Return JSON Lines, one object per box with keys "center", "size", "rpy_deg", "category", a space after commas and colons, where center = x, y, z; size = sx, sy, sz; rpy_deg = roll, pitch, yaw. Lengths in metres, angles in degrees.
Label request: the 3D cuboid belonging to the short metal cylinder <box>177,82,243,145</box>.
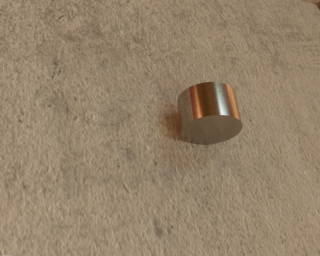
{"center": [0.065, -0.018, 0.416], "size": [0.081, 0.080, 0.050], "rpy_deg": [10, 58, -24], "category": "short metal cylinder"}
